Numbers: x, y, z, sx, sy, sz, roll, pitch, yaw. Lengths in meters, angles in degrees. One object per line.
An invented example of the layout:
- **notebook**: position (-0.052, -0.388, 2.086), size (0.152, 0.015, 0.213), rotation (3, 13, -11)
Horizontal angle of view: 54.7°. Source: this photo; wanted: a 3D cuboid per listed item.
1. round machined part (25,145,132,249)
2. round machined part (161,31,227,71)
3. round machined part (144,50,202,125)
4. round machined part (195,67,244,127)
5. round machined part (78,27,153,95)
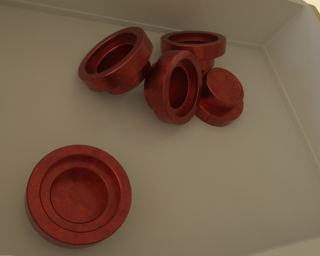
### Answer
- **round machined part**: position (-0.082, 0.069, 0.309), size (0.099, 0.042, 0.098), rotation (14, 56, -21)
- **round machined part**: position (0.050, -0.117, 0.475), size (0.099, 0.042, 0.098), rotation (-1, 29, 1)
- **round machined part**: position (0.015, -0.054, 0.416), size (0.099, 0.042, 0.097), rotation (-19, 113, -52)
- **round machined part**: position (0.090, -0.054, 0.478), size (0.099, 0.042, 0.098), rotation (14, 56, -21)
- **round machined part**: position (-0.051, -0.080, 0.394), size (0.042, 0.098, 0.098), rotation (53, 40, -39)
